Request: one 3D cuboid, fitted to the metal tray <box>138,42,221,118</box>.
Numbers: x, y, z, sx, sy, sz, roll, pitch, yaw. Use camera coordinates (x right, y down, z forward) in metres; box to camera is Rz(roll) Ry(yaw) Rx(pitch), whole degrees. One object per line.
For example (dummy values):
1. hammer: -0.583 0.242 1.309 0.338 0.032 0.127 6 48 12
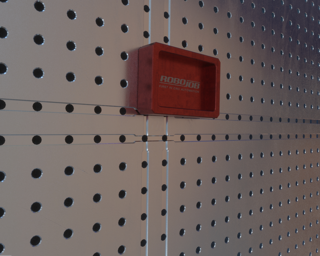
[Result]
1. metal tray: 0.031 -0.061 0.433 0.131 0.030 0.089 2 89 -40
